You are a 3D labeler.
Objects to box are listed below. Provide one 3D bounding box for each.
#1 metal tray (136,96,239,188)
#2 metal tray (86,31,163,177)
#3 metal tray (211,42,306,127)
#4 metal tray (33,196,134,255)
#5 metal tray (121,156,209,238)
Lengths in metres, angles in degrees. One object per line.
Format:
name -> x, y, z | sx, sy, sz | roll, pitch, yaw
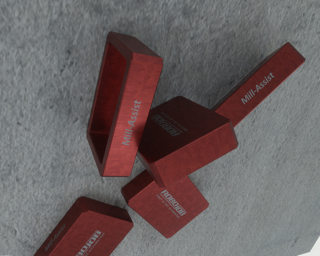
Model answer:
metal tray -> 0.014, 0.007, 0.349 | 0.090, 0.130, 0.030 | -27, 114, -11
metal tray -> -0.043, -0.025, 0.325 | 0.030, 0.090, 0.129 | 5, 116, -27
metal tray -> 0.114, -0.046, 0.402 | 0.130, 0.090, 0.030 | -43, 89, 1
metal tray -> -0.112, 0.166, 0.447 | 0.090, 0.030, 0.130 | 31, 101, -39
metal tray -> 0.012, 0.109, 0.480 | 0.090, 0.030, 0.130 | -39, 130, -3
